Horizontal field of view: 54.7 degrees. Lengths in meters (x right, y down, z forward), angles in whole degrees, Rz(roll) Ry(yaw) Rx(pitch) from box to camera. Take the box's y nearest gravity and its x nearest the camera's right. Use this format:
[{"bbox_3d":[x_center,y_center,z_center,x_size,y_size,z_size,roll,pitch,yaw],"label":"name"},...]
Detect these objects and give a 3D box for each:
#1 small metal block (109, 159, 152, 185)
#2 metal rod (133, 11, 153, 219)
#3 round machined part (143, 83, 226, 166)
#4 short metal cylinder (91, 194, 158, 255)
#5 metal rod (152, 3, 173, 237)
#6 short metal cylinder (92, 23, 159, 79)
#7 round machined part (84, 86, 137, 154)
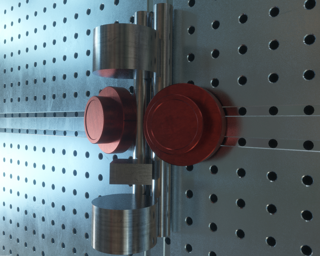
[{"bbox_3d":[-0.035,0.054,0.392,0.050,0.050,0.025,1,91,-2],"label":"small metal block"},{"bbox_3d":[-0.024,-0.008,0.429,0.025,0.025,0.298,1,91,40],"label":"metal rod"},{"bbox_3d":[0.024,-0.004,0.361,0.098,0.042,0.097,0,90,25],"label":"round machined part"},{"bbox_3d":[-0.043,0.115,0.381,0.080,0.081,0.050,1,91,40],"label":"short metal cylinder"},{"bbox_3d":[0.003,-0.010,0.406,0.025,0.025,0.298,1,91,40],"label":"metal rod"},{"bbox_3d":[-0.041,-0.090,0.379,0.080,0.081,0.050,1,91,40],"label":"short metal cylinder"},{"bbox_3d":[-0.077,-0.011,0.446,0.098,0.042,0.097,0,90,54],"label":"round machined part"}]
